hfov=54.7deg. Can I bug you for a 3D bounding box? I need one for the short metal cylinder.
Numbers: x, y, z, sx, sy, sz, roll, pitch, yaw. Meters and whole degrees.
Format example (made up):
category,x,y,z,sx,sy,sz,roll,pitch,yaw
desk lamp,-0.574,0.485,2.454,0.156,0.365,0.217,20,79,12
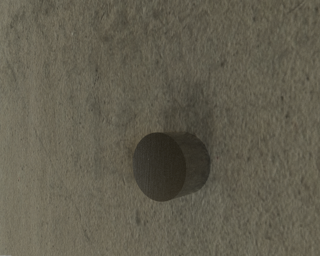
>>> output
category,x,y,z,sx,sy,sz,roll,pitch,yaw
short metal cylinder,0.013,0.045,0.376,0.080,0.050,0.079,0,90,39
